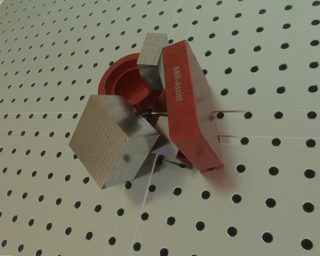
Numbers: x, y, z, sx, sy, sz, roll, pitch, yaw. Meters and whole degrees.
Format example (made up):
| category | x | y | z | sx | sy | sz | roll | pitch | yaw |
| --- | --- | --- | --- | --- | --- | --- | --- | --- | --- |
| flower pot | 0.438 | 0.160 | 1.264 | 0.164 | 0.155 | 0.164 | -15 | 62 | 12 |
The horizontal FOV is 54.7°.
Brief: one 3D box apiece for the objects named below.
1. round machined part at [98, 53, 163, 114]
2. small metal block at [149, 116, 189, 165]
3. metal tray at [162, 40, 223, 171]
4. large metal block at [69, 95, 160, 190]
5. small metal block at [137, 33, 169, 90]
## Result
| category | x | y | z | sx | sy | sz | roll | pitch | yaw |
| --- | --- | --- | --- | --- | --- | --- | --- | --- | --- |
| round machined part | -0.037 | -0.058 | 0.450 | 0.098 | 0.042 | 0.098 | -13 | 56 | 20 |
| small metal block | 0.016 | 0.015 | 0.383 | 0.050 | 0.025 | 0.050 | 8 | 69 | 43 |
| metal tray | 0.038 | -0.027 | 0.362 | 0.030 | 0.090 | 0.130 | -16 | 55 | 19 |
| large metal block | -0.059 | 0.015 | 0.383 | 0.080 | 0.050 | 0.079 | 46 | 120 | 28 |
| small metal block | -0.005 | -0.083 | 0.392 | 0.025 | 0.050 | 0.050 | 7 | 63 | 16 |
